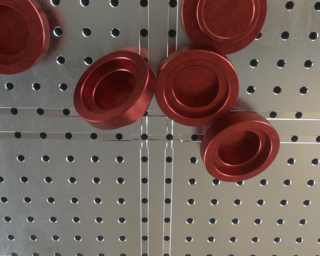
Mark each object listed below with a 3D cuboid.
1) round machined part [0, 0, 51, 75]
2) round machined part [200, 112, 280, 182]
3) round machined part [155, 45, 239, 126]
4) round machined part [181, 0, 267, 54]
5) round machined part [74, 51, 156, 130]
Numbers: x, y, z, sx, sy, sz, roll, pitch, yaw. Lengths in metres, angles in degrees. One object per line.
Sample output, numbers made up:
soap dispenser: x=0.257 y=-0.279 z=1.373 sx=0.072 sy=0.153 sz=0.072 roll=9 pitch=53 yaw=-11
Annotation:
round machined part: x=-0.177 y=-0.114 z=0.361 sx=0.099 sy=0.042 sz=0.097 roll=0 pitch=110 yaw=0
round machined part: x=0.100 y=0.021 z=0.404 sx=0.099 sy=0.042 sz=0.097 roll=-5 pitch=125 yaw=-8
round machined part: x=0.044 y=-0.054 z=0.378 sx=0.098 sy=0.042 sz=0.097 roll=1 pitch=121 yaw=2
round machined part: x=0.074 y=-0.134 z=0.356 sx=0.099 sy=0.042 sz=0.097 roll=0 pitch=110 yaw=0
round machined part: x=-0.049 y=-0.040 z=0.370 sx=0.098 sy=0.098 sz=0.042 roll=-27 pitch=144 yaw=9
